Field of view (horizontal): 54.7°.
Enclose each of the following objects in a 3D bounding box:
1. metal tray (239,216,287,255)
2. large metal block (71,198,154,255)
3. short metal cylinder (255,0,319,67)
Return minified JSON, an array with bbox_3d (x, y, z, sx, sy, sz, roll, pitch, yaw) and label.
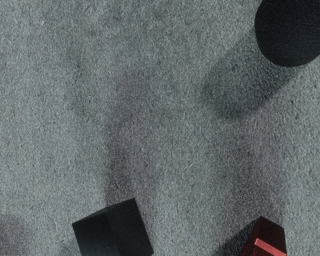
[{"bbox_3d":[0.094,0.170,0.341,0.030,0.090,0.129,27,99,18],"label":"metal tray"},{"bbox_3d":[-0.058,0.144,0.400,0.050,0.080,0.080,-23,83,19],"label":"large metal block"},{"bbox_3d":[0.148,-0.112,0.343,0.080,0.050,0.080,0,90,20],"label":"short metal cylinder"}]
